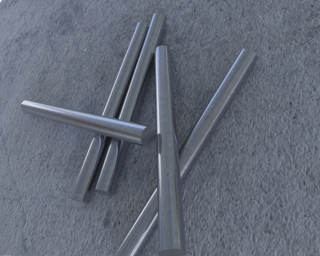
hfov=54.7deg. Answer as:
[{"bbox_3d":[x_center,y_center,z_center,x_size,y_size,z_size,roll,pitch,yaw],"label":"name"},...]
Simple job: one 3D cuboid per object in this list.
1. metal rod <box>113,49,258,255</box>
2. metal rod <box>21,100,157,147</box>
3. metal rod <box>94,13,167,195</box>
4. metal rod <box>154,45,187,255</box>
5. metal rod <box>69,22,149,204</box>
[{"bbox_3d":[0.035,0.029,0.366,0.025,0.025,0.300,24,74,36],"label":"metal rod"},{"bbox_3d":[-0.123,-0.014,0.449,0.300,0.025,0.025,12,68,41],"label":"metal rod"},{"bbox_3d":[-0.035,-0.050,0.451,0.025,0.025,0.300,1,62,28],"label":"metal rod"},{"bbox_3d":[0.008,-0.002,0.374,0.025,0.025,0.300,-18,47,18],"label":"metal rod"},{"bbox_3d":[-0.066,-0.038,0.459,0.025,0.025,0.300,3,63,29],"label":"metal rod"}]
